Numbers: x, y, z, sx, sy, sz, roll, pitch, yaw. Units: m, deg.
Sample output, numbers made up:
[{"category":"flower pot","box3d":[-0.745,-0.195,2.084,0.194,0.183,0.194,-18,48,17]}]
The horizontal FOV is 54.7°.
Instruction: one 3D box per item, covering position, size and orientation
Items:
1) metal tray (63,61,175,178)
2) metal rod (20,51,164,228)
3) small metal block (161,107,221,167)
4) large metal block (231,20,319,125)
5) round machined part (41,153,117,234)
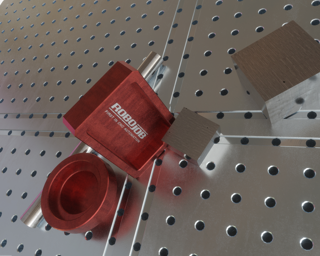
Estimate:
[{"category":"metal tray","box3d":[-0.036,-0.003,0.360,0.090,0.130,0.030,-47,51,-5]},{"category":"metal rod","box3d":[-0.092,0.010,0.448,0.025,0.025,0.300,28,77,37]},{"category":"small metal block","box3d":[0.038,0.010,0.374,0.050,0.025,0.050,30,78,23]},{"category":"large metal block","box3d":[0.141,-0.064,0.357,0.080,0.050,0.080,-29,52,9]},{"category":"round machined part","box3d":[-0.097,0.084,0.394,0.098,0.042,0.098,-12,58,19]}]
